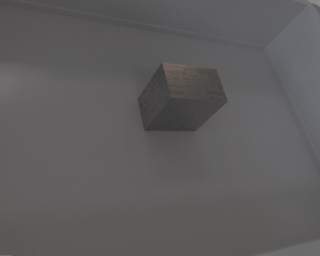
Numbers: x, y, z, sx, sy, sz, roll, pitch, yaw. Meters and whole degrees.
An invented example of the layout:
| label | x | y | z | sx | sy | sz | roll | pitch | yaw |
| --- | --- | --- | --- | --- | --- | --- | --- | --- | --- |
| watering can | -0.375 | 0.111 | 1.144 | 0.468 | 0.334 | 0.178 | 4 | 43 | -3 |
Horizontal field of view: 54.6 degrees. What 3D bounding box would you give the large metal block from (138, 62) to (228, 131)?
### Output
| label | x | y | z | sx | sy | sz | roll | pitch | yaw |
| --- | --- | --- | --- | --- | --- | --- | --- | --- | --- |
| large metal block | 0.027 | -0.037 | 0.406 | 0.081 | 0.080 | 0.050 | 1 | 62 | -28 |
